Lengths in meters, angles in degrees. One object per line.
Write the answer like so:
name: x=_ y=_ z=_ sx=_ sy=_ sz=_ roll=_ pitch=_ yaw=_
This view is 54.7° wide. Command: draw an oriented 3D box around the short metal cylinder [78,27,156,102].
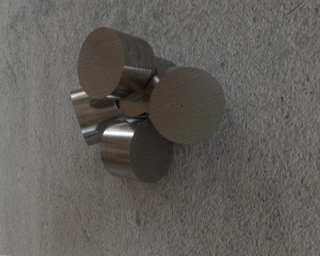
short metal cylinder: x=-0.052 y=-0.072 z=0.365 sx=0.080 sy=0.050 sz=0.079 roll=0 pitch=90 yaw=39

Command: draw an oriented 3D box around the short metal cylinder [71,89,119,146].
short metal cylinder: x=-0.087 y=-0.020 z=0.433 sx=0.080 sy=0.050 sz=0.080 roll=163 pitch=89 yaw=-81

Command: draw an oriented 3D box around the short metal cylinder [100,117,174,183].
short metal cylinder: x=-0.027 y=0.026 z=0.390 sx=0.050 sy=0.081 sz=0.079 roll=2 pitch=92 yaw=40

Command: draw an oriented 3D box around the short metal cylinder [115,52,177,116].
short metal cylinder: x=-0.017 y=-0.054 z=0.402 sx=0.080 sy=0.050 sz=0.079 roll=0 pitch=90 yaw=39

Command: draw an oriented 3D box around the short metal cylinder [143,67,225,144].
short metal cylinder: x=0.024 y=-0.027 z=0.341 sx=0.050 sy=0.081 sz=0.079 roll=-132 pitch=53 yaw=-74
